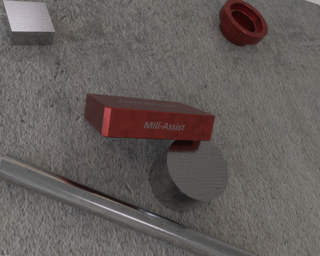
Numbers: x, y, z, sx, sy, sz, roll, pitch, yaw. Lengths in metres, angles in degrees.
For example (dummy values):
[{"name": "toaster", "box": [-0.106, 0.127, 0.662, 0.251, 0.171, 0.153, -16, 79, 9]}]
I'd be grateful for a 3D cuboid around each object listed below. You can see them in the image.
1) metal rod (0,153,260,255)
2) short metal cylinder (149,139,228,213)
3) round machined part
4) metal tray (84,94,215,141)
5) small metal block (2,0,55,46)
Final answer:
[{"name": "metal rod", "box": [-0.020, 0.099, 0.332, 0.301, 0.025, 0.025, 25, 53, -13]}, {"name": "short metal cylinder", "box": [0.034, 0.055, 0.372, 0.081, 0.050, 0.080, 14, 56, -21]}, {"name": "round machined part", "box": [0.154, -0.197, 0.596, 0.099, 0.042, 0.098, 14, 56, -21]}, {"name": "metal tray", "box": [-0.014, -0.013, 0.364, 0.131, 0.090, 0.030, 3, 103, -27]}, {"name": "small metal block", "box": [-0.168, -0.133, 0.395, 0.050, 0.025, 0.050, -11, 67, -33]}]
